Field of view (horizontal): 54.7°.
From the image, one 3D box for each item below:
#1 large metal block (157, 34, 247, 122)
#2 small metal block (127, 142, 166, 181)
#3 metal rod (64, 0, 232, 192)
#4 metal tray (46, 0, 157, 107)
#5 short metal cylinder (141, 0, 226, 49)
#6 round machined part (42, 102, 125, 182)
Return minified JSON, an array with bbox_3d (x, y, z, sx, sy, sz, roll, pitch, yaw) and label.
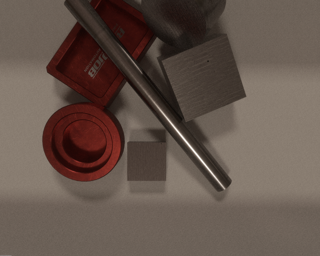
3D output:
[{"bbox_3d":[0.051,-0.065,0.388,0.080,0.050,0.080,-23,109,0],"label":"large metal block"},{"bbox_3d":[-0.017,0.043,0.411,0.050,0.025,0.050,0,90,-1],"label":"small metal block"},{"bbox_3d":[-0.009,-0.038,0.388,0.025,0.025,0.300,-39,100,0],"label":"metal rod"},{"bbox_3d":[-0.073,-0.102,0.407,0.090,0.030,0.130,34,90,-1],"label":"metal tray"},{"bbox_3d":[0.026,-0.137,0.347,0.080,0.080,0.050,34,64,-1],"label":"short metal cylinder"},{"bbox_3d":[-0.093,0.015,0.395,0.099,0.042,0.097,1,101,5],"label":"round machined part"}]
